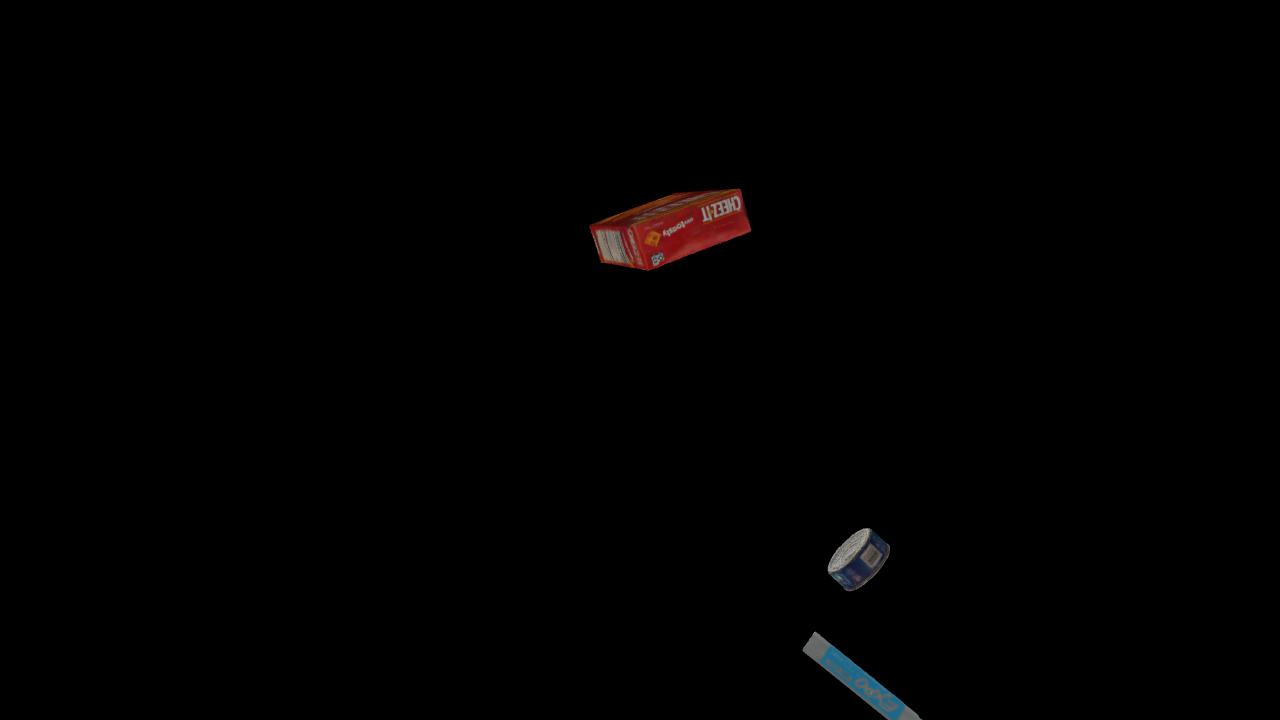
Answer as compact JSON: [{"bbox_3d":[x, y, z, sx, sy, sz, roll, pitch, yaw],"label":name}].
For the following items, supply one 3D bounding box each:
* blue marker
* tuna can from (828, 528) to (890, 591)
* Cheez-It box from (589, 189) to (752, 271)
[{"bbox_3d":[0.182,0.258,0.473,0.121,0.020,0.020,34,16,26],"label":"blue marker"},{"bbox_3d":[0.291,0.265,0.822,0.034,0.084,0.084,43,8,9],"label":"tuna can"},{"bbox_3d":[0.035,-0.196,0.913,0.166,0.071,0.223,-24,20,-14],"label":"Cheez-It box"}]
